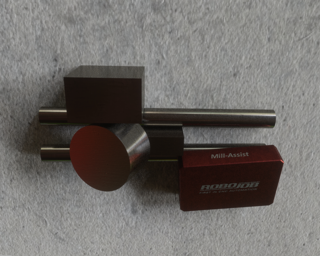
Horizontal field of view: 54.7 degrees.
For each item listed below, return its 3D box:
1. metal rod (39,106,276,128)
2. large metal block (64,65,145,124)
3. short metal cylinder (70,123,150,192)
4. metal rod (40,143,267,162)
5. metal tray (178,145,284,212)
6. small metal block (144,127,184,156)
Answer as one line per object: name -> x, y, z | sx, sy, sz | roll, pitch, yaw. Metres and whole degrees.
metal rod -> -0.002, -0.014, 0.406 | 0.302, 0.025, 0.025 | 1, 110, -1
large metal block -> -0.060, -0.042, 0.366 | 0.081, 0.080, 0.050 | 1, 110, -1
short metal cylinder -> -0.059, 0.028, 0.369 | 0.080, 0.050, 0.079 | 8, 110, 22
metal rod -> -0.007, 0.034, 0.424 | 0.302, 0.025, 0.025 | 0, 110, -1
metal tray -> 0.091, 0.070, 0.420 | 0.131, 0.030, 0.089 | -4, 128, -1
small metal block -> 0.004, 0.014, 0.402 | 0.050, 0.050, 0.025 | 1, 110, -1
